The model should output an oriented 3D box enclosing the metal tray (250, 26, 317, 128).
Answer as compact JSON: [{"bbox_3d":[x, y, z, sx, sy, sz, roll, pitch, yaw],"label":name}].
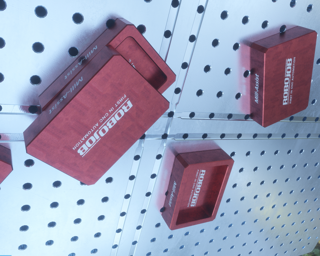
[{"bbox_3d":[0.180,-0.073,0.460,0.091,0.030,0.129,-23,127,-15],"label":"metal tray"}]

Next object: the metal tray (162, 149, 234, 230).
[{"bbox_3d":[0.060,0.100,0.501,0.091,0.030,0.129,-4,120,-27],"label":"metal tray"}]

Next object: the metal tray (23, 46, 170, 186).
[{"bbox_3d":[-0.064,-0.009,0.327,0.130,0.030,0.090,-46,129,4],"label":"metal tray"}]

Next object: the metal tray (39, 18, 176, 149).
[{"bbox_3d":[-0.056,-0.044,0.349,0.130,0.030,0.090,-44,129,2],"label":"metal tray"}]

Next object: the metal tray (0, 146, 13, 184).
[{"bbox_3d":[-0.231,0.060,0.319,0.130,0.030,0.090,-47,129,5],"label":"metal tray"}]
